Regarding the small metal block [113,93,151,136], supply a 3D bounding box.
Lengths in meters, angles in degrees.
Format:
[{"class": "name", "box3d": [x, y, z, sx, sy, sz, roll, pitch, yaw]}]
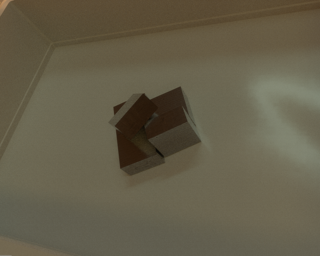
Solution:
[{"class": "small metal block", "box3d": [-0.034, -0.013, 0.428, 0.050, 0.025, 0.050, -22, 54, 14]}]

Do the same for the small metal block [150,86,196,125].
[{"class": "small metal block", "box3d": [0.014, -0.020, 0.407, 0.050, 0.025, 0.050, -22, 54, 14]}]

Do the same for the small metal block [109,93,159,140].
[{"class": "small metal block", "box3d": [-0.034, -0.016, 0.382, 0.050, 0.025, 0.050, -50, 17, -8]}]

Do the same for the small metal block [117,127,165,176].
[{"class": "small metal block", "box3d": [-0.026, 0.027, 0.399, 0.050, 0.025, 0.050, -22, 54, 14]}]

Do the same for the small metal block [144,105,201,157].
[{"class": "small metal block", "box3d": [0.016, 0.005, 0.375, 0.050, 0.050, 0.025, -25, 53, 12]}]
